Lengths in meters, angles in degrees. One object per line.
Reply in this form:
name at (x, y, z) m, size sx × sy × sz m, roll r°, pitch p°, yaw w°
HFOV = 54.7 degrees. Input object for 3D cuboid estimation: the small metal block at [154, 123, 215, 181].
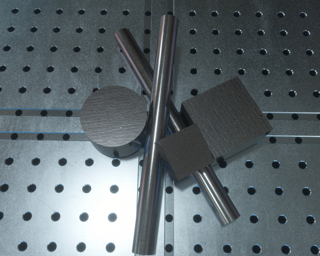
small metal block at (0.028, 0.028, 0.364) m, size 0.050 × 0.025 × 0.050 m, roll -24°, pitch 87°, yaw -17°

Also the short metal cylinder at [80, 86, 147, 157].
short metal cylinder at (-0.056, -0.007, 0.397) m, size 0.081 × 0.050 × 0.080 m, roll 0°, pitch 70°, yaw -1°

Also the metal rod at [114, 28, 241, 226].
metal rod at (0.014, -0.014, 0.413) m, size 0.025 × 0.025 × 0.299 m, roll -27°, pitch 73°, yaw -9°

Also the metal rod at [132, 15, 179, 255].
metal rod at (-0.004, -0.001, 0.387) m, size 0.025 × 0.025 × 0.299 m, roll 6°, pitch 78°, yaw 2°

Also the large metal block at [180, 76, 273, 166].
large metal block at (0.081, -0.007, 0.397) m, size 0.080 × 0.050 × 0.080 m, roll -26°, pitch 72°, yaw -9°
